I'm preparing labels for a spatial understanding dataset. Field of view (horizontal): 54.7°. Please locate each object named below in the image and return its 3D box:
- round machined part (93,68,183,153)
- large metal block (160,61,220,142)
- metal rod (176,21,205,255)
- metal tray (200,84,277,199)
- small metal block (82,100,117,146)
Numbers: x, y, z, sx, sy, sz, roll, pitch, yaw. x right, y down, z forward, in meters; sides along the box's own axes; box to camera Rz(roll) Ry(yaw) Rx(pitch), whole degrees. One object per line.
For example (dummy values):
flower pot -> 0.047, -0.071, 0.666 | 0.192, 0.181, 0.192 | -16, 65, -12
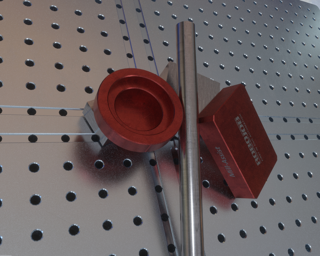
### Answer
round machined part -> -0.027, -0.016, 0.353 | 0.099, 0.042, 0.098 | 11, 58, -19
large metal block -> 0.034, -0.033, 0.427 | 0.080, 0.050, 0.080 | 21, 54, -16
metal rod -> 0.034, 0.015, 0.362 | 0.025, 0.025, 0.299 | 6, 75, -25
metal tray -> 0.106, 0.018, 0.414 | 0.090, 0.030, 0.130 | -45, 113, -38
small metal block -> -0.058, -0.013, 0.381 | 0.050, 0.025, 0.050 | -25, 75, -37
